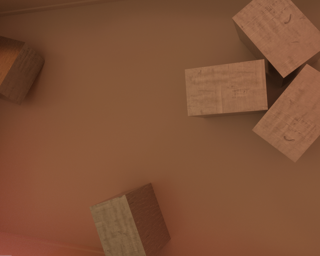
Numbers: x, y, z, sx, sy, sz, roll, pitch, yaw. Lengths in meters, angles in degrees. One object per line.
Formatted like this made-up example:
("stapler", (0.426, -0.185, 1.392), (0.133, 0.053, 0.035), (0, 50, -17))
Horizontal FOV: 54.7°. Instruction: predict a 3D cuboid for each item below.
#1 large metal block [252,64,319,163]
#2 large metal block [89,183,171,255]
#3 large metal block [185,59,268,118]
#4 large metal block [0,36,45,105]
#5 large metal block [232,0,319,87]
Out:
("large metal block", (0.147, -0.014, 0.330), (0.050, 0.080, 0.080), (40, 102, 15))
("large metal block", (-0.034, 0.122, 0.392), (0.050, 0.080, 0.080), (-22, 83, 18))
("large metal block", (0.079, -0.040, 0.353), (0.080, 0.080, 0.050), (-4, 89, 19))
("large metal block", (-0.237, -0.089, 0.465), (0.080, 0.050, 0.080), (18, 75, 18))
("large metal block", (0.128, -0.095, 0.336), (0.050, 0.080, 0.080), (-39, 78, 16))
